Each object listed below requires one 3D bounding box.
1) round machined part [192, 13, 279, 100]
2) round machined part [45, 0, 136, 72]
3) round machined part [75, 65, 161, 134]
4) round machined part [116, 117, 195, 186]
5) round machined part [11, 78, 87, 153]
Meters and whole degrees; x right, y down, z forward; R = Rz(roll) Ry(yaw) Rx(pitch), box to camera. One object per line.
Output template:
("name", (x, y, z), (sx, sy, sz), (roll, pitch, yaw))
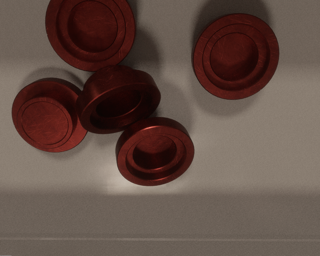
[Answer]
("round machined part", (0.087, -0.086, 0.372), (0.099, 0.042, 0.097), (0, 110, -1))
("round machined part", (-0.076, -0.117, 0.358), (0.099, 0.042, 0.097), (0, 110, -1))
("round machined part", (-0.052, -0.037, 0.369), (0.098, 0.098, 0.042), (-30, 65, 10))
("round machined part", (-0.008, 0.026, 0.402), (0.099, 0.042, 0.097), (-7, 126, -9))
("round machined part", (-0.140, -0.012, 0.396), (0.099, 0.042, 0.097), (0, 110, -1))
